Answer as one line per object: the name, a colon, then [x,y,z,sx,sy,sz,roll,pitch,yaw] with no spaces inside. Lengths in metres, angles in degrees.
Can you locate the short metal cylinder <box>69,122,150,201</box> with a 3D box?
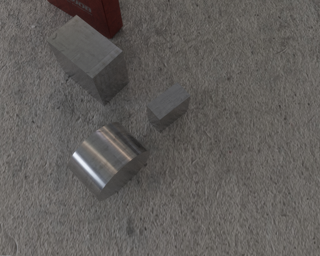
short metal cylinder: [-0.058,0.039,0.364,0.080,0.080,0.050,-43,76,-14]

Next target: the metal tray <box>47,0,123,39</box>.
metal tray: [-0.118,-0.193,0.443,0.130,0.090,0.030,33,74,11]

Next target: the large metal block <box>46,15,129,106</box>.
large metal block: [-0.091,-0.086,0.410,0.080,0.080,0.050,40,75,13]

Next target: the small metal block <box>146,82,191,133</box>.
small metal block: [0.011,-0.025,0.404,0.050,0.050,0.025,-38,75,-13]
